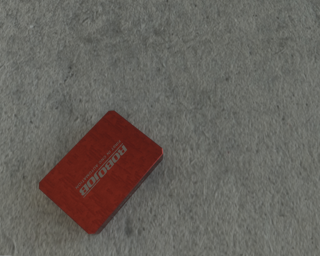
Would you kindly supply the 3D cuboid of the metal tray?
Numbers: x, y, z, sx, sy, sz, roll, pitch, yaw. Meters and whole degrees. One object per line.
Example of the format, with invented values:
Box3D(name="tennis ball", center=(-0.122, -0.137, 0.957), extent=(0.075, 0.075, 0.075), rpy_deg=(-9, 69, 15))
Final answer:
Box3D(name="metal tray", center=(-0.070, 0.053, 0.385), extent=(0.090, 0.030, 0.130), rpy_deg=(38, 74, 12))
